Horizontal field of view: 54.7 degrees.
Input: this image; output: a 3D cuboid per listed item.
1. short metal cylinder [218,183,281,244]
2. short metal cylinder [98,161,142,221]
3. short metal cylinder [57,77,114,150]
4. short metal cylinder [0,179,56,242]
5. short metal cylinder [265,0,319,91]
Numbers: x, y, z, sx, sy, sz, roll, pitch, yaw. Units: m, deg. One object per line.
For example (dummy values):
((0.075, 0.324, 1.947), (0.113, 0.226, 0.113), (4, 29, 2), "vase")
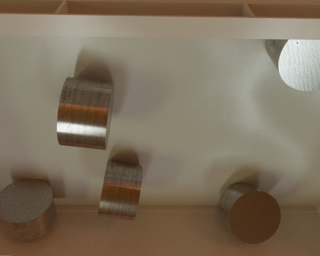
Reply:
((0.137, 0.130, 0.479), (0.081, 0.050, 0.079), (-1, 94, -8), "short metal cylinder")
((-0.058, 0.090, 0.449), (0.050, 0.080, 0.079), (10, 130, -8), "short metal cylinder")
((-0.083, -0.017, 0.358), (0.050, 0.080, 0.079), (7, 130, -6), "short metal cylinder")
((-0.205, 0.125, 0.477), (0.081, 0.080, 0.050), (4, 130, -4), "short metal cylinder")
((0.157, -0.085, 0.321), (0.081, 0.050, 0.079), (0, 130, 0), "short metal cylinder")
